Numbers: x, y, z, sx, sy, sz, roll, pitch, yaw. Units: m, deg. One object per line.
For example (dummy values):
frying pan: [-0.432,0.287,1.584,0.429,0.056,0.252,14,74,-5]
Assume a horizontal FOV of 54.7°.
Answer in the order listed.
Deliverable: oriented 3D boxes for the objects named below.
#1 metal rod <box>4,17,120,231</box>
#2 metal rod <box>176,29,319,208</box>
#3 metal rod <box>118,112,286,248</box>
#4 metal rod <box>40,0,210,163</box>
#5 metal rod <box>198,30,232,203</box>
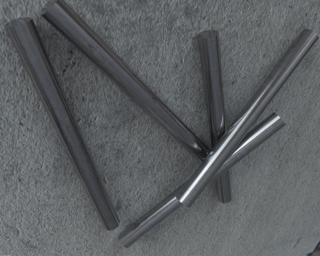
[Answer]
metal rod: [-0.099,0.022,0.366,0.025,0.025,0.298,-24,127,-14]
metal rod: [0.124,-0.014,0.438,0.300,0.025,0.025,-52,129,-1]
metal rod: [0.057,0.082,0.464,0.300,0.025,0.025,-40,130,8]
metal rod: [-0.015,-0.034,0.377,0.025,0.025,0.300,-45,129,3]
metal rod: [0.086,0.005,0.456,0.025,0.025,0.298,-24,127,-14]
